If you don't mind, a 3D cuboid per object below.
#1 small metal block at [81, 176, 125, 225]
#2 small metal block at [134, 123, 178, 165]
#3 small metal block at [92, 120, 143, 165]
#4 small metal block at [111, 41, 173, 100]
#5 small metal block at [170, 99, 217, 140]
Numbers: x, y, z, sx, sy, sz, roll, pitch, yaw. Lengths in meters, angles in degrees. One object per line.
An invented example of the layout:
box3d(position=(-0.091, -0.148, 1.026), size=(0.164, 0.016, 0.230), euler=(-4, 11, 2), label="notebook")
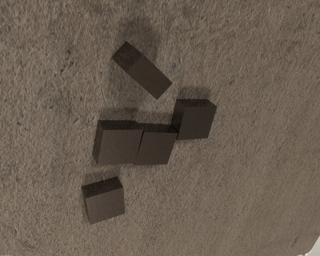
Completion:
box3d(position=(-0.077, 0.100, 0.428), size=(0.050, 0.025, 0.050), euler=(-14, 124, -21), label="small metal block")
box3d(position=(-0.010, 0.022, 0.416), size=(0.050, 0.025, 0.050), euler=(2, 117, -30), label="small metal block")
box3d(position=(-0.054, 0.018, 0.390), size=(0.050, 0.025, 0.050), euler=(0, 119, -29), label="small metal block")
box3d(position=(-0.020, -0.064, 0.341), size=(0.025, 0.050, 0.050), euler=(-48, 129, 5), label="small metal block")
box3d(position=(0.045, -0.012, 0.426), size=(0.050, 0.025, 0.050), euler=(-3, 120, -28), label="small metal block")
